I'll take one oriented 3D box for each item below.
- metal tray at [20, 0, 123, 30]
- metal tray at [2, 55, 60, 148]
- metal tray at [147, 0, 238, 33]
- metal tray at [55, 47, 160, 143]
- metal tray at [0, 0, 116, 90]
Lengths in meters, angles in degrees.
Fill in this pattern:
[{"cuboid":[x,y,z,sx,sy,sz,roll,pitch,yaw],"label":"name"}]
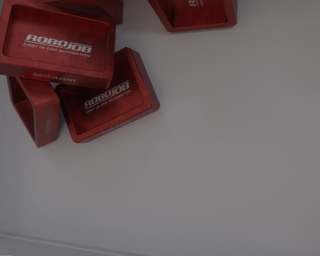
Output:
[{"cuboid":[-0.128,-0.165,0.420,0.130,0.090,0.030,1,89,20],"label":"metal tray"},{"cuboid":[-0.175,-0.037,0.426,0.090,0.030,0.129,56,150,11],"label":"metal tray"},{"cuboid":[0.032,-0.154,0.341,0.090,0.130,0.030,0,78,20],"label":"metal tray"},{"cuboid":[-0.076,-0.043,0.434,0.130,0.030,0.090,-24,82,18],"label":"metal tray"},{"cuboid":[-0.123,-0.101,0.378,0.131,0.030,0.090,7,69,-18],"label":"metal tray"}]
